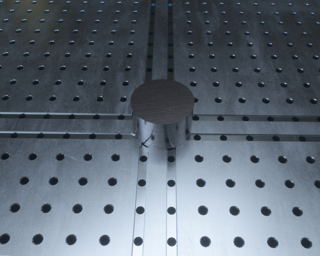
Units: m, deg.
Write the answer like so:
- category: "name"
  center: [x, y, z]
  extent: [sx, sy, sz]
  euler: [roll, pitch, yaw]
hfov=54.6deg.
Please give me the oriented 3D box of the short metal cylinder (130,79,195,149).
- category: "short metal cylinder"
  center: [0.003, -0.019, 0.407]
  extent: [0.080, 0.050, 0.080]
  euler: [0, 50, 0]
